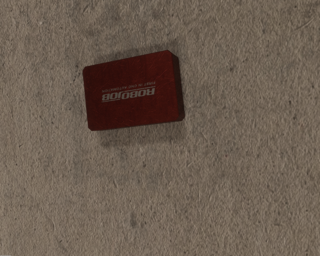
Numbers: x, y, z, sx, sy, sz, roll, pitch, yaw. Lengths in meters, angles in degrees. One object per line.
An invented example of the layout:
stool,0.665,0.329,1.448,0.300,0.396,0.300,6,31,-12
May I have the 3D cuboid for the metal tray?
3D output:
metal tray,-0.037,-0.047,0.418,0.130,0.030,0.089,-7,88,19
